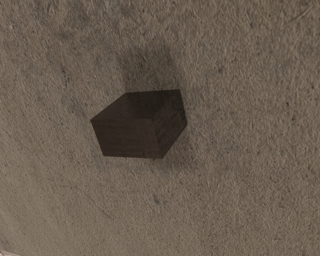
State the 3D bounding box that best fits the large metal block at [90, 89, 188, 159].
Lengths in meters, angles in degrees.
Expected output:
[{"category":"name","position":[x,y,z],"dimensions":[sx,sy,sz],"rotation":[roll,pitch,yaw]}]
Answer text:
[{"category":"large metal block","position":[-0.022,-0.007,0.377],"dimensions":[0.080,0.080,0.050],"rotation":[0,118,28]}]
